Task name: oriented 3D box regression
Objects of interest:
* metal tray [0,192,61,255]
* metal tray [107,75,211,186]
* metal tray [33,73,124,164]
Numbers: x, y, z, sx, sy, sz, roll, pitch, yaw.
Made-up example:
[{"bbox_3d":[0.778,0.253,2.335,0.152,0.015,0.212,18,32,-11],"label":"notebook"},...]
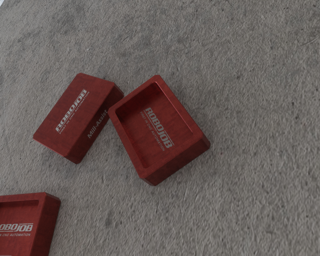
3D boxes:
[{"bbox_3d":[-0.205,0.139,0.422,0.130,0.030,0.090,-9,58,23],"label":"metal tray"},{"bbox_3d":[-0.006,-0.001,0.404,0.090,0.030,0.130,-36,51,4],"label":"metal tray"},{"bbox_3d":[-0.126,-0.019,0.478,0.090,0.030,0.130,21,72,35],"label":"metal tray"}]
